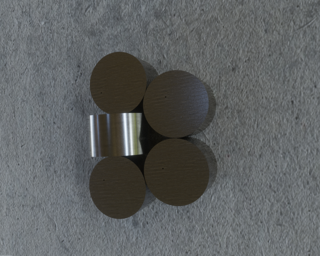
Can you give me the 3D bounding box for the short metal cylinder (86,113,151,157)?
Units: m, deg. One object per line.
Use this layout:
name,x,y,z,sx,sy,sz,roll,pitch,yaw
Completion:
short metal cylinder,-0.053,0.008,0.400,0.080,0.080,0.050,-3,89,20

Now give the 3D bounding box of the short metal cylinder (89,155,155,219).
short metal cylinder,-0.046,0.074,0.413,0.080,0.050,0.080,0,90,21

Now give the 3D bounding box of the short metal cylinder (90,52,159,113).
short metal cylinder,-0.045,-0.056,0.413,0.080,0.050,0.080,0,90,21

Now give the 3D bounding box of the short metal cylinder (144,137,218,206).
short metal cylinder,0.027,0.052,0.387,0.080,0.050,0.080,0,91,21

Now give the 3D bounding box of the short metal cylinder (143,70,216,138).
short metal cylinder,0.026,-0.028,0.387,0.080,0.050,0.080,0,91,20
